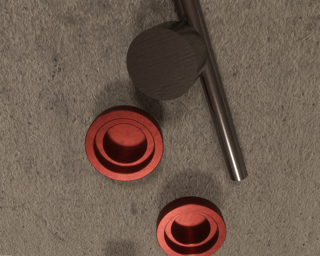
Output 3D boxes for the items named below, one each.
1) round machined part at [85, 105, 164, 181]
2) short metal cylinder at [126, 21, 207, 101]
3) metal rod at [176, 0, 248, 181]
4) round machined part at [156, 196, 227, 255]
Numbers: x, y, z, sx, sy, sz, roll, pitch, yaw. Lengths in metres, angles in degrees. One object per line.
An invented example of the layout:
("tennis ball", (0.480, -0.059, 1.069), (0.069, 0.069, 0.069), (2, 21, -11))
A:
("round machined part", (-0.045, 0.017, 0.406), (0.099, 0.042, 0.097), (0, 110, -1))
("short metal cylinder", (0.009, -0.078, 0.355), (0.080, 0.050, 0.079), (9, 119, 17))
("metal rod", (0.062, -0.065, 0.386), (0.025, 0.025, 0.298), (-18, 109, 6))
("round machined part", (0.044, 0.141, 0.454), (0.099, 0.042, 0.097), (0, 110, -1))
